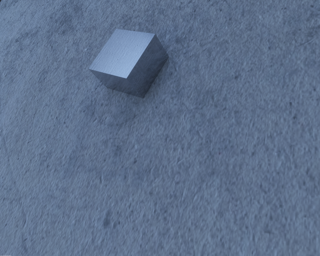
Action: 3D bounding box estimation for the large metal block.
[{"bbox_3d":[-0.047,-0.100,0.472,0.080,0.050,0.080,19,72,35],"label":"large metal block"}]
